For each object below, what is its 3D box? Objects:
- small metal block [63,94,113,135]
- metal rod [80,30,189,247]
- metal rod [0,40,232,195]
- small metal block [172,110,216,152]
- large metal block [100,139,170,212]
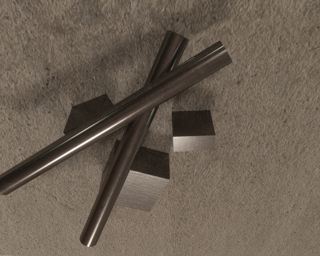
[{"bbox_3d":[-0.085,-0.010,0.381,0.050,0.050,0.025,-19,128,15],"label":"small metal block"},{"bbox_3d":[-0.040,0.028,0.377,0.025,0.025,0.298,19,111,-16],"label":"metal rod"},{"bbox_3d":[-0.062,-0.003,0.338,0.300,0.025,0.025,-30,125,13],"label":"metal rod"},{"bbox_3d":[0.041,0.003,0.394,0.050,0.050,0.025,-2,130,1],"label":"small metal block"},{"bbox_3d":[-0.039,0.071,0.451,0.081,0.050,0.079,16,128,-14],"label":"large metal block"}]
